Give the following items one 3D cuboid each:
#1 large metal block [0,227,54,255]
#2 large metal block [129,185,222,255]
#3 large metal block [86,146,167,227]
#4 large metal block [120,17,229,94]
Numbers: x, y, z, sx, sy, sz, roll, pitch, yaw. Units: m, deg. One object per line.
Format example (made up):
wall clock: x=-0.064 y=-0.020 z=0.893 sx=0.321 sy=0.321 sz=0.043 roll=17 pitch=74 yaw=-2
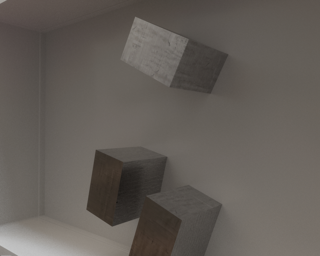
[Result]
large metal block: x=-0.256 y=0.250 z=0.585 sx=0.080 sy=0.050 sz=0.080 roll=47 pitch=120 yaw=7
large metal block: x=0.018 y=0.118 z=0.354 sx=0.050 sy=0.081 sz=0.079 roll=25 pitch=106 yaw=37
large metal block: x=-0.042 y=0.071 z=0.404 sx=0.050 sy=0.081 sz=0.079 roll=18 pitch=101 yaw=38
large metal block: x=0.017 y=-0.082 z=0.355 sx=0.080 sy=0.081 sz=0.050 roll=35 pitch=111 yaw=34
